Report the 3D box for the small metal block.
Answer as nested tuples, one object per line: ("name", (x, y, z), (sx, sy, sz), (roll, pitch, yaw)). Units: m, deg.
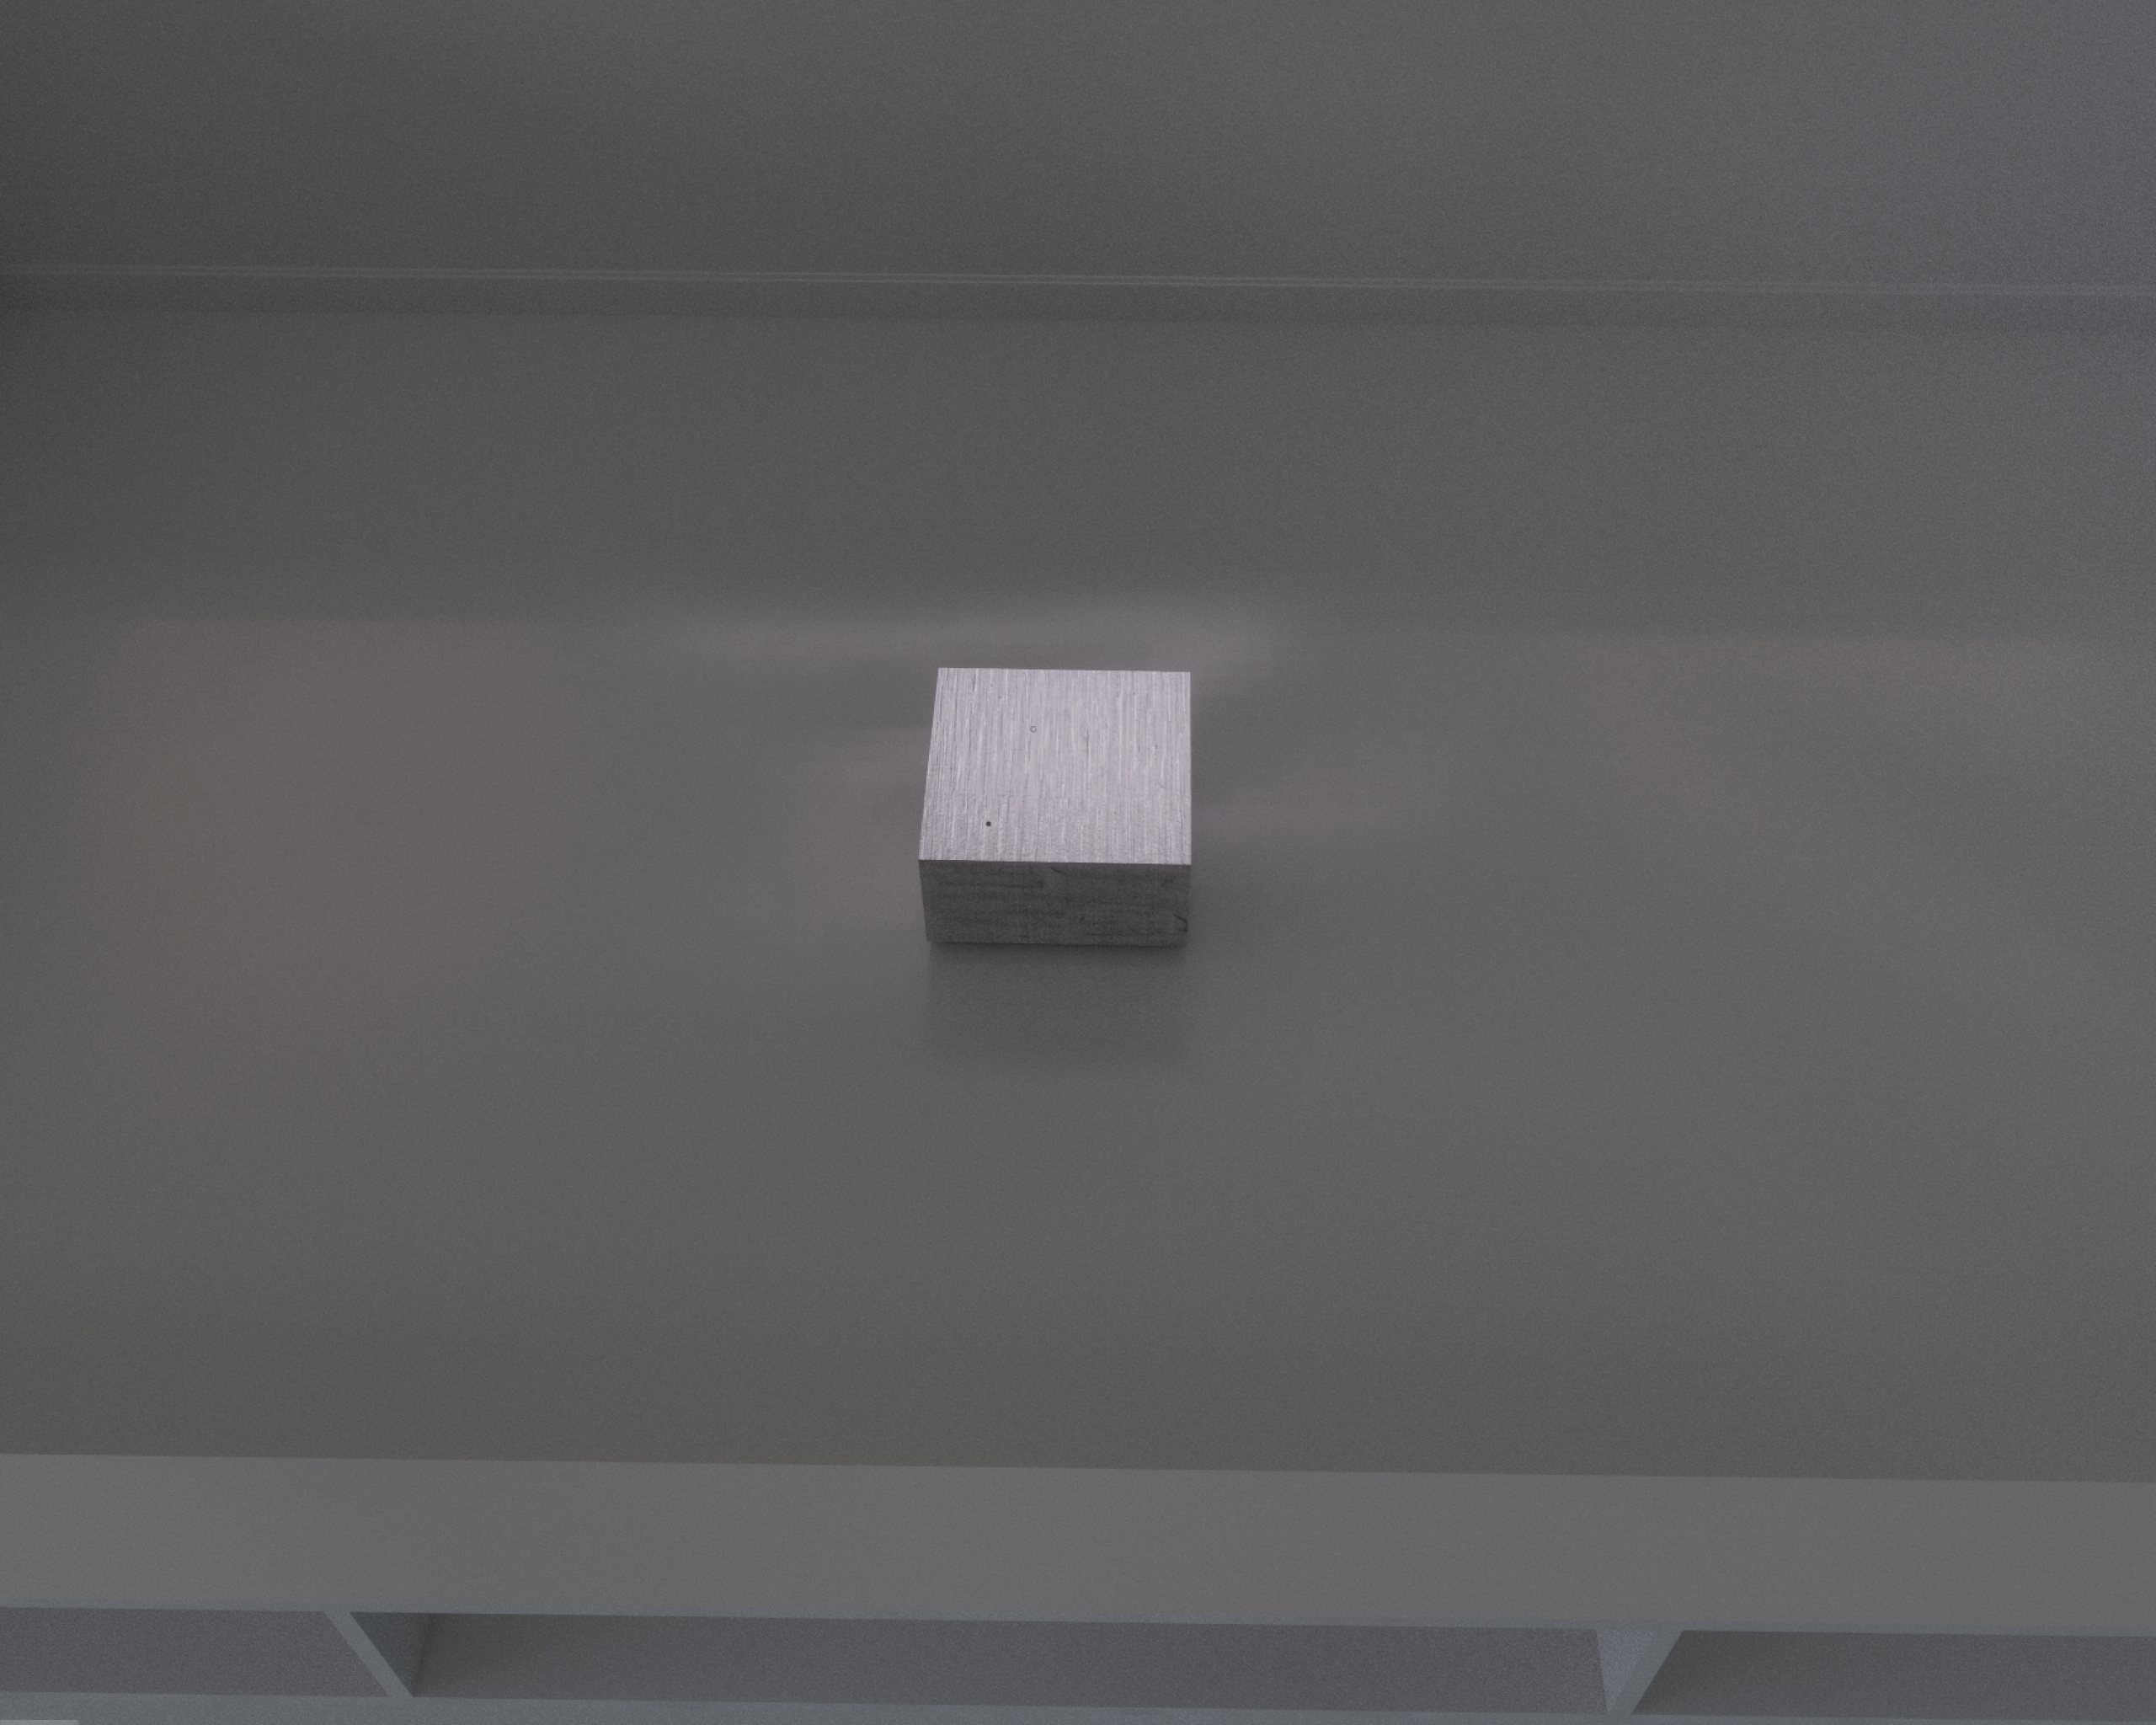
("small metal block", (-0.003, -0.011, 0.410), (0.050, 0.025, 0.050), (1, 50, 1))
